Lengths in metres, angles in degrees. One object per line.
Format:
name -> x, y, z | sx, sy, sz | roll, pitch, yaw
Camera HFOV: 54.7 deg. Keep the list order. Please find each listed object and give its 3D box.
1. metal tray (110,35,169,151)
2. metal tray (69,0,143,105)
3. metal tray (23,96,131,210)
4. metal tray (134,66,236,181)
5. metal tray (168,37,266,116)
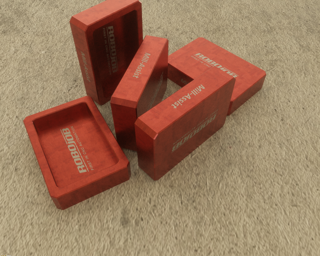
metal tray -> -0.021, -0.046, 0.401 | 0.030, 0.089, 0.130 | 13, 51, 10
metal tray -> -0.065, -0.104, 0.423 | 0.030, 0.129, 0.090 | 36, 58, 26
metal tray -> -0.103, 0.024, 0.380 | 0.091, 0.030, 0.130 | -23, 54, -19
metal tray -> 0.031, -0.006, 0.367 | 0.131, 0.089, 0.030 | -36, 59, -27
metal tray -> 0.080, -0.083, 0.472 | 0.091, 0.030, 0.130 | -37, 59, -27
